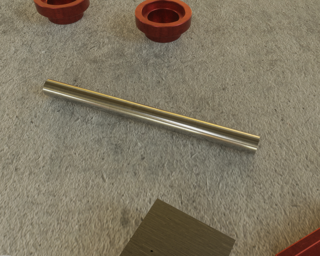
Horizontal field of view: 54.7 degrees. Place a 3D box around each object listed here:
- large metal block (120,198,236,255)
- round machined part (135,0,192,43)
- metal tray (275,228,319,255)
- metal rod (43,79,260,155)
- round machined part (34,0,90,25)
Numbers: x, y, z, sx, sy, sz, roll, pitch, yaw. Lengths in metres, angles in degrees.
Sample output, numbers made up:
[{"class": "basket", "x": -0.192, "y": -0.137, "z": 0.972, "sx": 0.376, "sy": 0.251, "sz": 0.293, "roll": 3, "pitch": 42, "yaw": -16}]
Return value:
[{"class": "large metal block", "x": 0.012, "y": 0.125, "z": 0.282, "sx": 0.080, "sy": 0.050, "sz": 0.080, "roll": 24, "pitch": 54, "yaw": 19}, {"class": "round machined part", "x": 0.006, "y": -0.188, "z": 0.550, "sx": 0.099, "sy": 0.042, "sz": 0.098, "roll": 0, "pitch": 50, "yaw": 0}, {"class": "metal tray", "x": 0.181, "y": 0.135, "z": 0.288, "sx": 0.131, "sy": 0.030, "sz": 0.090, "roll": -22, "pitch": 54, "yaw": -18}, {"class": "metal rod", "x": -0.021, "y": -0.019, "z": 0.418, "sx": 0.301, "sy": 0.025, "sz": 0.025, "roll": 16, "pitch": 52, "yaw": 12}, {"class": "round machined part", "x": -0.182, "y": -0.232, "z": 0.585, "sx": 0.099, "sy": 0.042, "sz": 0.098, "roll": 0, "pitch": 50, "yaw": 0}]
